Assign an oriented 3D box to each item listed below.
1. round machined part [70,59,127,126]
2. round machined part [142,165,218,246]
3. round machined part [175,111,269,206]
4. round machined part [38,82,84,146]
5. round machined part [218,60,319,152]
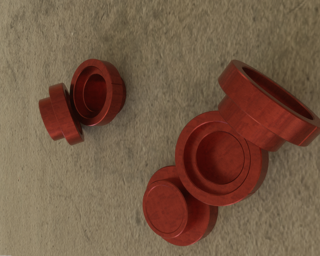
[{"bbox_3d":[-0.089,-0.052,0.465,0.098,0.042,0.097,0,90,39],"label":"round machined part"},{"bbox_3d":[0.017,0.095,0.378,0.098,0.042,0.097,0,90,39],"label":"round machined part"},{"bbox_3d":[0.068,0.032,0.334,0.098,0.042,0.097,-2,86,37],"label":"round machined part"},{"bbox_3d":[-0.155,-0.018,0.483,0.098,0.042,0.098,162,89,-82],"label":"round machined part"},{"bbox_3d":[0.092,-0.016,0.280,0.098,0.099,0.042,49,119,28],"label":"round machined part"}]
